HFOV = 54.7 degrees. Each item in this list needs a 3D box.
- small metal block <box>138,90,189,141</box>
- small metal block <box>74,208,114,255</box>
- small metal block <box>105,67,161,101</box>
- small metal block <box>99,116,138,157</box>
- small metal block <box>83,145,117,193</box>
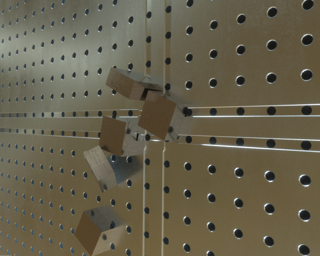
[{"bbox_3d":[0.003,-0.017,0.405,0.050,0.025,0.050,29,108,36],"label":"small metal block"},{"bbox_3d":[-0.105,0.165,0.494,0.050,0.025,0.050,36,112,33],"label":"small metal block"},{"bbox_3d":[-0.036,-0.059,0.421,0.050,0.050,0.025,33,111,34],"label":"small metal block"},{"bbox_3d":[-0.062,0.011,0.458,0.050,0.025,0.050,16,100,38],"label":"small metal block"},{"bbox_3d":[-0.089,0.062,0.463,0.050,0.025,0.050,55,160,25],"label":"small metal block"}]
